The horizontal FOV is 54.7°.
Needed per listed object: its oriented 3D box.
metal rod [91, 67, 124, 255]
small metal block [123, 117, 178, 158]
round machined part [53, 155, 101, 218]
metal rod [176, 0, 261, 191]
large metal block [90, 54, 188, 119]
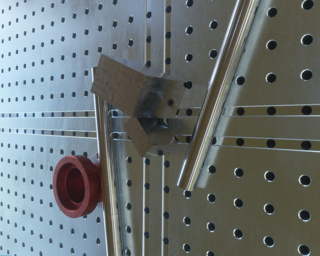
[{"bbox_3d":[-0.080,0.055,0.472,0.025,0.025,0.298,-9,84,39],"label":"metal rod"},{"bbox_3d":[-0.012,0.009,0.401,0.025,0.050,0.050,-46,63,30],"label":"small metal block"},{"bbox_3d":[-0.127,0.092,0.501,0.098,0.042,0.097,0,90,39],"label":"round machined part"},{"bbox_3d":[0.074,-0.067,0.346,0.025,0.025,0.298,27,107,36],"label":"metal rod"},{"bbox_3d":[-0.026,-0.052,0.393,0.080,0.081,0.050,31,110,35],"label":"large metal block"}]
